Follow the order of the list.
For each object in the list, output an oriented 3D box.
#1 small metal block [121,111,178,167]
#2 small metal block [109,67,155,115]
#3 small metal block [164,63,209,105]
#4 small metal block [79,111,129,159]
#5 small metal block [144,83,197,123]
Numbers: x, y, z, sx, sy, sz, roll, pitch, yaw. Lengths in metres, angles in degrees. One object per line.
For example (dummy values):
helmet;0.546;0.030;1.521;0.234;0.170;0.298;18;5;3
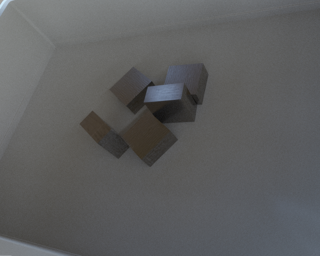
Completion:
small metal block;-0.014;0.014;0.404;0.050;0.025;0.050;-45;51;-3
small metal block;-0.038;-0.056;0.459;0.050;0.025;0.050;-45;51;-3
small metal block;0.035;-0.059;0.423;0.050;0.025;0.050;1;62;28
small metal block;-0.074;0.010;0.421;0.025;0.050;0.050;-47;52;-5
small metal block;0.015;-0.031;0.399;0.050;0.050;0.025;-3;58;26
